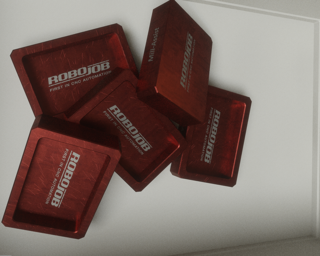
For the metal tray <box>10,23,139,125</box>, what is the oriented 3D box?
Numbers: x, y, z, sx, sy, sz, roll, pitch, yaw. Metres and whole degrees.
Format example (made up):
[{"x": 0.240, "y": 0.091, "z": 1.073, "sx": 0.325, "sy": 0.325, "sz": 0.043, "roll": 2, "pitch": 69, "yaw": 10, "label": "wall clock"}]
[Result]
[{"x": -0.095, "y": -0.063, "z": 0.371, "sx": 0.131, "sy": 0.030, "sz": 0.090, "roll": -22, "pitch": 98, "yaw": -19, "label": "metal tray"}]

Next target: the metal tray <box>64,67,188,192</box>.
[{"x": -0.036, "y": 0.004, "z": 0.371, "sx": 0.090, "sy": 0.030, "sz": 0.130, "roll": -43, "pitch": 119, "yaw": -8, "label": "metal tray"}]

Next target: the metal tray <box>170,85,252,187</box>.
[{"x": 0.072, "y": 0.011, "z": 0.434, "sx": 0.091, "sy": 0.030, "sz": 0.129, "roll": 13, "pitch": 85, "yaw": -20, "label": "metal tray"}]

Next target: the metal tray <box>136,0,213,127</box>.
[{"x": 0.023, "y": -0.077, "z": 0.379, "sx": 0.090, "sy": 0.030, "sz": 0.130, "roll": 31, "pitch": 59, "yaw": -41, "label": "metal tray"}]

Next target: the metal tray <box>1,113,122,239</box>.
[{"x": -0.106, "y": 0.058, "z": 0.336, "sx": 0.091, "sy": 0.030, "sz": 0.129, "roll": 18, "pitch": 112, "yaw": -20, "label": "metal tray"}]
